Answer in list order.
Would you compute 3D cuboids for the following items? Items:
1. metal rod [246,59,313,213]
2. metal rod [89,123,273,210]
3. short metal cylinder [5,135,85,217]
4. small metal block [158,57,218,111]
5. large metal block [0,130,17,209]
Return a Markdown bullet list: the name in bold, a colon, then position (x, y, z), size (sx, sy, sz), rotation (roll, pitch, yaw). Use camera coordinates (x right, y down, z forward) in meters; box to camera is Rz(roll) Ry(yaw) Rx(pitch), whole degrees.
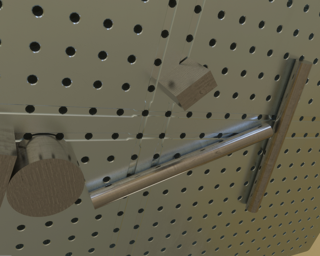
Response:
- **metal rod**: position (0.201, 0.029, 0.541), size (0.025, 0.025, 0.298), rotation (-6, 122, -26)
- **metal rod**: position (0.043, 0.052, 0.468), size (0.302, 0.025, 0.025), rotation (-19, 126, -17)
- **short metal cylinder**: position (-0.133, 0.055, 0.357), size (0.081, 0.050, 0.079), rotation (-14, 125, -21)
- **small metal block**: position (0.033, -0.055, 0.381), size (0.050, 0.050, 0.025), rotation (-38, 130, -3)
- **large metal block**: position (-0.200, 0.043, 0.313), size (0.081, 0.050, 0.079), rotation (13, 112, -34)
